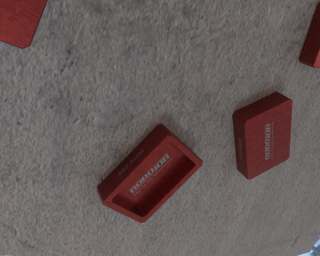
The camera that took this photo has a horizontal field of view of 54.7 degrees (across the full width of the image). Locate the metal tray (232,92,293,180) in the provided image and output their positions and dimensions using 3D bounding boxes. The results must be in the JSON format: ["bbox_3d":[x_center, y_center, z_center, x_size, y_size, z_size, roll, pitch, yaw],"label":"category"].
[{"bbox_3d":[0.169,0.015,0.508,0.091,0.030,0.129,-25,128,-13],"label":"metal tray"}]

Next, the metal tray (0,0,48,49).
[{"bbox_3d":[-0.130,-0.141,0.246,0.091,0.030,0.129,17,109,-35],"label":"metal tray"}]

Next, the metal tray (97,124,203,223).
[{"bbox_3d":[-0.012,0.068,0.440,0.130,0.030,0.090,-46,130,3],"label":"metal tray"}]

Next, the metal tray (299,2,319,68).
[{"bbox_3d":[0.283,-0.141,0.474,0.131,0.030,0.089,-7,122,-26],"label":"metal tray"}]
